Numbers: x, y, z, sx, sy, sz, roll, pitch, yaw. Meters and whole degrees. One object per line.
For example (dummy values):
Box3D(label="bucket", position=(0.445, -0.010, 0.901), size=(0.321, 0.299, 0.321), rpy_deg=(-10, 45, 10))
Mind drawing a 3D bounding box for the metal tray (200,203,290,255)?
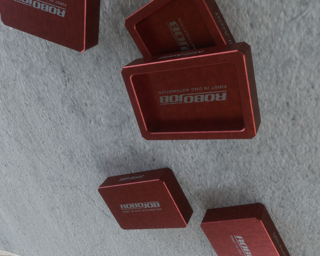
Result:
Box3D(label="metal tray", position=(0.127, 0.171, 0.442), size=(0.090, 0.030, 0.130), rpy_deg=(-19, 109, 35))

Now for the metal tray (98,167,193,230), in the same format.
Box3D(label="metal tray", position=(-0.024, 0.114, 0.486), size=(0.130, 0.030, 0.090), rpy_deg=(-14, 111, 33))

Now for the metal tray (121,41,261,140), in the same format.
Box3D(label="metal tray", position=(0.032, -0.033, 0.325), size=(0.130, 0.030, 0.089), rpy_deg=(-2, 118, 28))

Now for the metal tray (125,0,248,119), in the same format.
Box3D(label="metal tray", position=(0.032, -0.081, 0.335), size=(0.090, 0.030, 0.130), rpy_deg=(-21, 108, 35))

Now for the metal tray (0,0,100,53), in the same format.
Box3D(label="metal tray", position=(-0.137, -0.156, 0.377), size=(0.130, 0.030, 0.089), rpy_deg=(22, 127, 14))
